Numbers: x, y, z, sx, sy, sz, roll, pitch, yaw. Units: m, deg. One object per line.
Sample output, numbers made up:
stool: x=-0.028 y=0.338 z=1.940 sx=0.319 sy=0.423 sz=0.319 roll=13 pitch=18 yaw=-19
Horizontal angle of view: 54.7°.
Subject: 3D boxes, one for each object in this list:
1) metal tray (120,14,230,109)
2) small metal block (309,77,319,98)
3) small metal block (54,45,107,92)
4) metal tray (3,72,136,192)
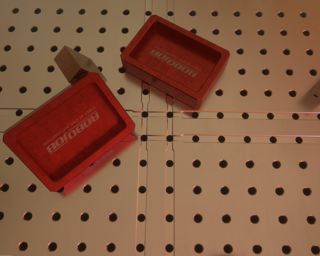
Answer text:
metal tray: x=0.021 y=-0.097 z=0.444 sx=0.130 sy=0.030 sz=0.090 roll=30 pitch=73 yaw=10
small metal block: x=0.240 y=-0.072 z=0.426 sx=0.025 sy=0.050 sz=0.050 roll=40 pitch=75 yaw=13
small metal block: x=-0.107 y=-0.078 z=0.418 sx=0.025 sy=0.050 sz=0.050 roll=-46 pitch=61 yaw=14
metal tray: x=-0.108 y=0.003 z=0.381 sx=0.130 sy=0.030 sz=0.090 roll=-39 pitch=112 yaw=-13
